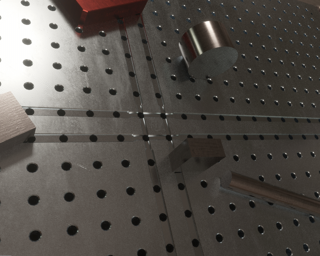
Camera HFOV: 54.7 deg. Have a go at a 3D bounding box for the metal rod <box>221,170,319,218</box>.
[{"bbox_3d":[0.225,0.117,0.461,0.302,0.025,0.025,19,54,-17],"label":"metal rod"}]

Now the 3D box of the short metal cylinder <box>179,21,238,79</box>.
[{"bbox_3d":[0.076,-0.121,0.490,0.081,0.080,0.050,-3,63,-30],"label":"short metal cylinder"}]

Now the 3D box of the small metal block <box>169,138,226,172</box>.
[{"bbox_3d":[0.047,0.035,0.397,0.050,0.050,0.025,3,61,-27],"label":"small metal block"}]

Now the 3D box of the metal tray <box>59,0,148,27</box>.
[{"bbox_3d":[-0.093,-0.214,0.487,0.131,0.030,0.090,-31,79,-38],"label":"metal tray"}]

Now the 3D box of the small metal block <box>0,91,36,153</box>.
[{"bbox_3d":[-0.167,-0.004,0.321,0.050,0.025,0.050,-31,79,-38],"label":"small metal block"}]
